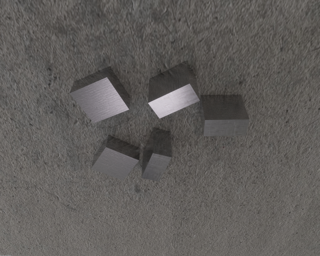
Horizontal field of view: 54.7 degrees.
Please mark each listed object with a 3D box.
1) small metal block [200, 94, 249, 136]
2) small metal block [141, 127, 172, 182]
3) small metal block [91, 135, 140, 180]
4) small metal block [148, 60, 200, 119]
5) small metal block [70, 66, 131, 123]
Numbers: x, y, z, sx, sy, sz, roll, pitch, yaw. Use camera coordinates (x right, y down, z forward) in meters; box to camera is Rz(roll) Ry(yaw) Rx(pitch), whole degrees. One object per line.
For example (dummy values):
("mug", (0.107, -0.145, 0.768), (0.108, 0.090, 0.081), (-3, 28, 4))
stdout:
("small metal block", (0.076, -0.016, 0.378), (0.050, 0.050, 0.025), (-1, 130, 0))
("small metal block", (-0.005, 0.036, 0.421), (0.025, 0.050, 0.050), (15, 129, -12))
("small metal block", (-0.063, 0.043, 0.443), (0.050, 0.025, 0.050), (25, 126, -20))
("small metal block", (0.015, -0.044, 0.353), (0.050, 0.050, 0.025), (-23, 126, 18))
("small metal block", (-0.070, -0.039, 0.373), (0.050, 0.025, 0.050), (-20, 128, 16))
